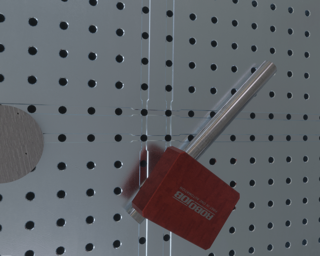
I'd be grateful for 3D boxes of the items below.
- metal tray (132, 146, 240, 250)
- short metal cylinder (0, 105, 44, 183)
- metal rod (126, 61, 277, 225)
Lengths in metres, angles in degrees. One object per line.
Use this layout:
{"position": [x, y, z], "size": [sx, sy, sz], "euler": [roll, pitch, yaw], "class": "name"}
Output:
{"position": [0.039, 0.094, 0.405], "size": [0.130, 0.030, 0.090], "euler": [38, 81, -31], "class": "metal tray"}
{"position": [-0.169, 0.016, 0.337], "size": [0.081, 0.050, 0.079], "euler": [0, 90, -20], "class": "short metal cylinder"}
{"position": [0.067, 0.011, 0.437], "size": [0.301, 0.025, 0.025], "euler": [-46, 105, -14], "class": "metal rod"}
